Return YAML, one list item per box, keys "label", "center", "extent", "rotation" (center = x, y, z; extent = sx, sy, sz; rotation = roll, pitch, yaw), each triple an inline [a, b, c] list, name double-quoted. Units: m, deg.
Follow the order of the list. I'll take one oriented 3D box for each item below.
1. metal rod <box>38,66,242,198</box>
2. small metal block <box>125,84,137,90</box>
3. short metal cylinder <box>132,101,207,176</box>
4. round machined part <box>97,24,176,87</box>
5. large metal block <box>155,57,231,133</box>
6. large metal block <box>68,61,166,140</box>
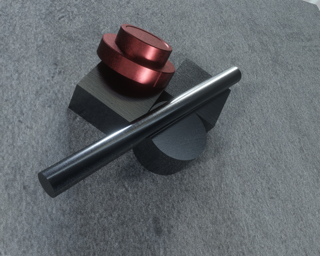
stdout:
- label: "metal rod"
  center: [0.005, -0.014, 0.354]
  extent: [0.302, 0.025, 0.025]
  rotation: [-32, 80, -38]
- label: "small metal block"
  center: [-0.018, -0.068, 0.438]
  extent: [0.050, 0.025, 0.050]
  rotation: [37, 51, -4]
- label: "short metal cylinder"
  center: [0.011, 0.013, 0.388]
  extent: [0.081, 0.050, 0.080]
  rotation: [14, 56, -21]
- label: "round machined part"
  center: [-0.024, -0.094, 0.383]
  extent: [0.099, 0.042, 0.098]
  rotation: [24, 25, -12]
- label: "large metal block"
  center: [0.043, -0.040, 0.439]
  extent: [0.080, 0.050, 0.080]
  rotation: [36, 51, -5]
- label: "large metal block"
  center: [-0.052, -0.039, 0.385]
  extent: [0.080, 0.050, 0.080]
  rotation: [36, 51, -4]
